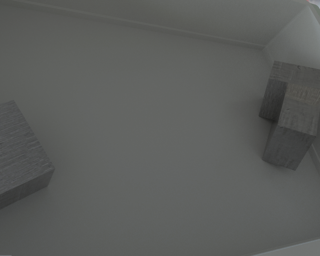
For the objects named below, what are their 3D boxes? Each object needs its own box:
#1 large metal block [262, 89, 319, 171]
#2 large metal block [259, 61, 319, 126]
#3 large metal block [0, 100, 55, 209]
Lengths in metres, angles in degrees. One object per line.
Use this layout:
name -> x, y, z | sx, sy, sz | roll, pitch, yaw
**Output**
large metal block -> 0.197, 0.003, 0.465 | 0.050, 0.080, 0.080 | 19, 50, 15
large metal block -> 0.212, -0.054, 0.498 | 0.080, 0.080, 0.050 | 16, 50, 17
large metal block -> -0.158, 0.031, 0.286 | 0.081, 0.050, 0.080 | -27, 76, -37
